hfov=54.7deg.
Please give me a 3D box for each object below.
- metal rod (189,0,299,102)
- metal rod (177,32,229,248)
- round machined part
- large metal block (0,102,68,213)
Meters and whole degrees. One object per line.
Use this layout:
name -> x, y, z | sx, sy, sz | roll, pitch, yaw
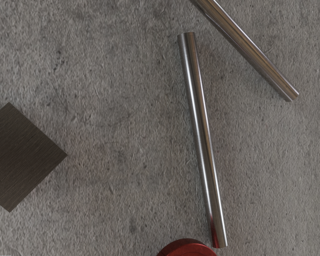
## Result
metal rod -> 0.098, -0.135, 0.429 | 0.301, 0.025, 0.025 | 38, 78, -23
metal rod -> 0.060, 0.019, 0.432 | 0.025, 0.025, 0.298 | -11, 94, -20
round machined part -> 0.030, 0.196, 0.413 | 0.099, 0.042, 0.097 | 0, 90, -21
large metal block -> -0.161, 0.030, 0.336 | 0.080, 0.050, 0.080 | 46, 75, -15
